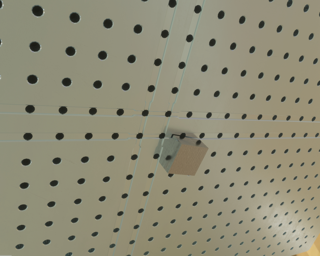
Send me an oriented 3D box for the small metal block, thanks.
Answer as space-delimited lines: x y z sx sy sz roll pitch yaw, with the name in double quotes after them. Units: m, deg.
0.036 0.042 0.459 0.050 0.025 0.050 11 113 -33 "small metal block"
